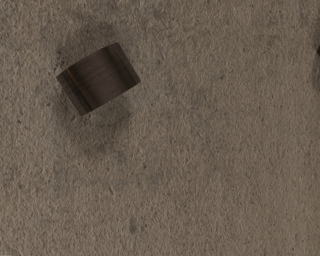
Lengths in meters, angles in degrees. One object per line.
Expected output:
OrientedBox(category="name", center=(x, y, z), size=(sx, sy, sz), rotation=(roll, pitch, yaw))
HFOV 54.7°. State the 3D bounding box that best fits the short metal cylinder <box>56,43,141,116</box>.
OrientedBox(category="short metal cylinder", center=(-0.069, -0.055, 0.355), size=(0.080, 0.080, 0.050), rotation=(-34, 101, -17))
